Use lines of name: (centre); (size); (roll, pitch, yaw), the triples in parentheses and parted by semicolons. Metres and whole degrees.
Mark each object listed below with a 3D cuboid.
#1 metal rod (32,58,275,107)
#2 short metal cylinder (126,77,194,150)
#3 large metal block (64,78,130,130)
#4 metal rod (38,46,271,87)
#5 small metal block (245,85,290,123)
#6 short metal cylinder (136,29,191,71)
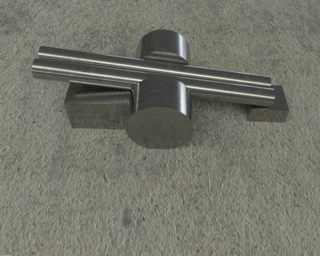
metal rod: (-0.004, -0.057, 0.394); (0.302, 0.025, 0.025); (6, 50, -5)
short metal cylinder: (0.000, -0.017, 0.383); (0.080, 0.080, 0.050); (1, 50, 1)
large metal block: (-0.077, -0.044, 0.426); (0.080, 0.050, 0.080); (2, 50, 1)
metal rod: (-0.003, -0.076, 0.410); (0.302, 0.025, 0.025); (6, 50, -5)
small metal block: (0.147, -0.035, 0.435); (0.050, 0.025, 0.050); (2, 50, 2)
short metal cylinder: (0.004, -0.093, 0.448); (0.080, 0.080, 0.050); (1, 50, 1)
